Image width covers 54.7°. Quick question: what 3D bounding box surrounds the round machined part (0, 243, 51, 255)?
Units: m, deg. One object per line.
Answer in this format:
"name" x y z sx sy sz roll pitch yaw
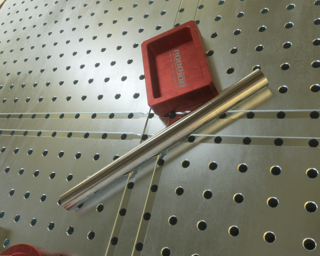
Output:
"round machined part" -0.160 0.191 0.365 0.098 0.042 0.098 -13 56 21

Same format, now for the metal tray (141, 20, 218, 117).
"metal tray" 0.024 -0.088 0.446 0.090 0.030 0.130 -19 54 16

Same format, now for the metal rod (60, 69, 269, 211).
"metal rod" 0.000 0.018 0.396 0.300 0.025 0.025 -33 52 6
